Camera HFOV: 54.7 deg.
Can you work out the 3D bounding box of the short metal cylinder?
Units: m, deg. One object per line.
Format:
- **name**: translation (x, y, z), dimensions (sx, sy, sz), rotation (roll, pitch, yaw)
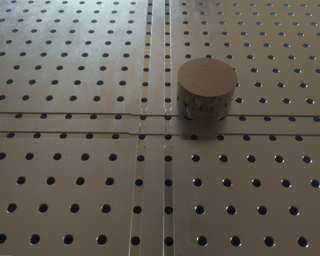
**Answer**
- **short metal cylinder**: translation (0.064, -0.055, 0.438), dimensions (0.081, 0.050, 0.080), rotation (0, 50, 0)
